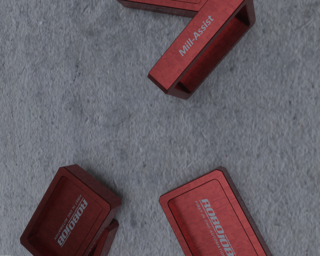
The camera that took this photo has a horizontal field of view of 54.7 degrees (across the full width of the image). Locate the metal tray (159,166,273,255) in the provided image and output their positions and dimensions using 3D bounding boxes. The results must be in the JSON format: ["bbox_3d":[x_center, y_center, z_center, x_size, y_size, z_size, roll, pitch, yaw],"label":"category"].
[{"bbox_3d":[0.067,0.124,0.382,0.090,0.030,0.130,-29,81,17],"label":"metal tray"}]

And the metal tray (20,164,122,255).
[{"bbox_3d":[-0.121,0.125,0.415,0.090,0.030,0.129,34,101,16],"label":"metal tray"}]

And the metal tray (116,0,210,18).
[{"bbox_3d":[0.012,-0.198,0.401,0.130,0.030,0.089,16,95,18],"label":"metal tray"}]

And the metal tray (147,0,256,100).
[{"bbox_3d":[0.051,-0.093,0.355,0.030,0.090,0.130,44,103,14],"label":"metal tray"}]

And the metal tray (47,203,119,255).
[{"bbox_3d":[-0.124,0.177,0.448,0.090,0.030,0.129,23,98,18],"label":"metal tray"}]
